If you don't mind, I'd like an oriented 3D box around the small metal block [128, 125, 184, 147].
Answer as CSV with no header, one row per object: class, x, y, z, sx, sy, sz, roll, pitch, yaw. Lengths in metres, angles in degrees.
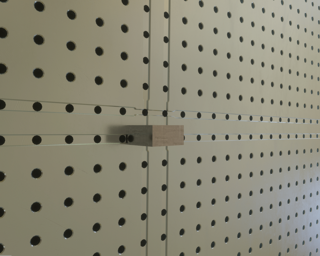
small metal block,-0.006,0.009,0.390,0.050,0.050,0.025,0,91,-40
